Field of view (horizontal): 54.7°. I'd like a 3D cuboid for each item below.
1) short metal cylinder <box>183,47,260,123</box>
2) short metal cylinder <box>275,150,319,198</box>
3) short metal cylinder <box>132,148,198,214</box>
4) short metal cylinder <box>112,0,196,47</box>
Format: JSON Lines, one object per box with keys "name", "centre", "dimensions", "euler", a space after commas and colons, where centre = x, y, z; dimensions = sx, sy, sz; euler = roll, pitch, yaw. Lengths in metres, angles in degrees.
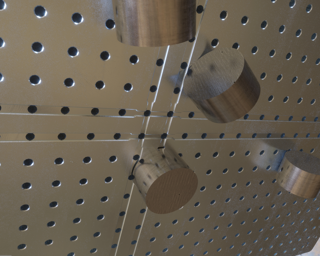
{"name": "short metal cylinder", "centre": [0.076, -0.053, 0.385], "dimensions": [0.080, 0.080, 0.050], "euler": [-44, 129, 2]}
{"name": "short metal cylinder", "centre": [0.262, 0.083, 0.570], "dimensions": [0.081, 0.080, 0.050], "euler": [-2, 119, -28]}
{"name": "short metal cylinder", "centre": [0.007, 0.076, 0.446], "dimensions": [0.081, 0.050, 0.079], "euler": [-14, 124, -21]}
{"name": "short metal cylinder", "centre": [-0.005, -0.116, 0.301], "dimensions": [0.081, 0.080, 0.050], "euler": [-16, 125, -19]}
